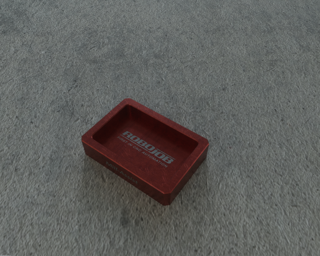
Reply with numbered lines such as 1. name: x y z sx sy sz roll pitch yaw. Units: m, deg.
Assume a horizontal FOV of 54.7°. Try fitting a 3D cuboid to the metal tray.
1. metal tray: -0.018 0.023 0.381 0.130 0.030 0.090 29 55 22
